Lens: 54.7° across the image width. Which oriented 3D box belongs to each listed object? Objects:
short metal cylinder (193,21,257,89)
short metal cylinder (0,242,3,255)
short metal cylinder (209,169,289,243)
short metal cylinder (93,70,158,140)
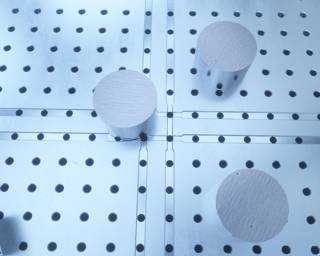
[{"bbox_3d":[0.089,-0.102,0.436,0.081,0.050,0.080,0,70,0],"label":"short metal cylinder"},{"bbox_3d":[-0.219,0.128,0.334,0.080,0.080,0.050,-22,72,-8],"label":"short metal cylinder"},{"bbox_3d":[0.102,0.092,0.365,0.081,0.050,0.080,0,70,0],"label":"short metal cylinder"},{"bbox_3d":[-0.043,-0.030,0.409,0.081,0.050,0.080,0,70,0],"label":"short metal cylinder"}]
